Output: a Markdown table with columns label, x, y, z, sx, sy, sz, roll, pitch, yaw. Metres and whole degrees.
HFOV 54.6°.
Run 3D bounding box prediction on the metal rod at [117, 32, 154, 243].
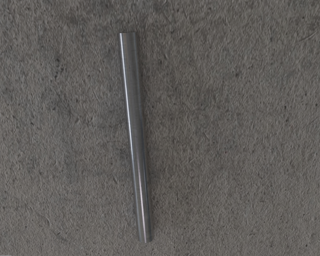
| label | x | y | z | sx | sy | sz | roll | pitch | yaw |
| --- | --- | --- | --- | --- | --- | --- | --- | --- | --- |
| metal rod | -0.030 | 0.026 | 0.419 | 0.025 | 0.025 | 0.298 | -3 | 110 | 1 |
